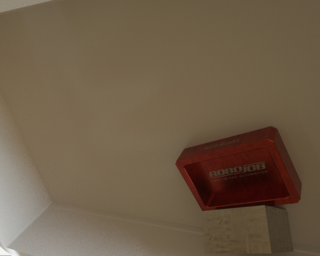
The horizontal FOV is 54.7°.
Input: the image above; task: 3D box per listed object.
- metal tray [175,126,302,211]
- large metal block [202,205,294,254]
[{"bbox_3d":[0.096,0.058,0.389,0.130,0.030,0.090,-18,109,34],"label":"metal tray"},{"bbox_3d":[0.110,0.129,0.387,0.080,0.050,0.080,-17,154,34],"label":"large metal block"}]
